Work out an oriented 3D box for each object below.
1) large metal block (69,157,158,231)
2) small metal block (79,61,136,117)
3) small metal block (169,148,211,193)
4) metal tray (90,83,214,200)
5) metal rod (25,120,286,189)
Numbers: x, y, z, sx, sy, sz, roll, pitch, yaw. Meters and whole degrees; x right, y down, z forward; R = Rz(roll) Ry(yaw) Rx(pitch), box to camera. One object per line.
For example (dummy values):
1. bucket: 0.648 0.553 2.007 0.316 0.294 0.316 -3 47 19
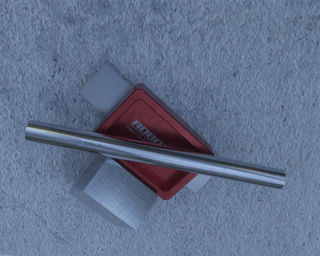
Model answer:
1. large metal block: -0.063 0.086 0.403 0.080 0.080 0.050 41 63 -14
2. small metal block: -0.064 -0.048 0.392 0.050 0.025 0.050 43 104 -15
3. small metal block: 0.046 0.054 0.431 0.050 0.025 0.050 37 106 -13
4. metal tray: -0.008 0.020 0.388 0.130 0.030 0.090 42 104 -14
5. metal rod: -0.001 0.033 0.364 0.302 0.025 0.025 11 110 -5
